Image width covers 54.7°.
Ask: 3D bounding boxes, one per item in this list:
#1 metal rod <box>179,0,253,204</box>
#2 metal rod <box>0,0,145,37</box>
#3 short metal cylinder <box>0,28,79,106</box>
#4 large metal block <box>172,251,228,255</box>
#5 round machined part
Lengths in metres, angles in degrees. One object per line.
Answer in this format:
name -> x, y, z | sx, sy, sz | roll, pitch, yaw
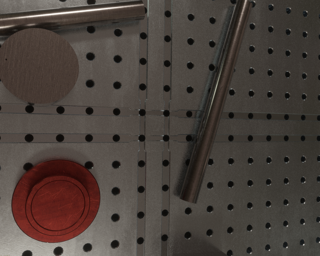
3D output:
metal rod -> 0.082, -0.042, 0.444 | 0.025, 0.025, 0.299 | 19, 84, -20
metal rod -> -0.162, -0.119, 0.352 | 0.302, 0.025, 0.025 | -14, 95, -20
short metal cylinder -> -0.136, -0.065, 0.349 | 0.081, 0.050, 0.079 | 0, 90, -21
large metal block -> 0.067, 0.205, 0.410 | 0.081, 0.080, 0.050 | 6, 88, -20
round machined part -> -0.119, 0.086, 0.360 | 0.099, 0.042, 0.097 | 0, 90, -21
